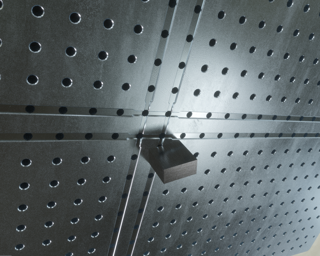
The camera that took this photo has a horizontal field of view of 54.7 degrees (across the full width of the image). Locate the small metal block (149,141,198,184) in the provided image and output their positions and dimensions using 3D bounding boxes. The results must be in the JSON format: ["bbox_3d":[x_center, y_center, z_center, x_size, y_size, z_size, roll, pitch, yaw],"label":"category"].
[{"bbox_3d":[0.017,0.047,0.435,0.050,0.050,0.025,-14,124,-21],"label":"small metal block"}]
